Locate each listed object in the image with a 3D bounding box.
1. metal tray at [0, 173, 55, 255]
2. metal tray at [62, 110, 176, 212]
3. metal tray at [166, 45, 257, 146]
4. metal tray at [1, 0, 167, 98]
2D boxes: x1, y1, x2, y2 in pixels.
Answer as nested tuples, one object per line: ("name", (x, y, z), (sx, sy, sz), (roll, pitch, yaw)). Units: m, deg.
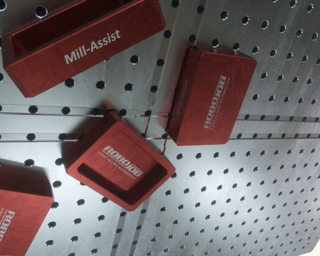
("metal tray", (-0.197, 0.118, 0.373), (0.091, 0.030, 0.129), (21, 107, -36))
("metal tray", (-0.049, 0.049, 0.410), (0.090, 0.030, 0.130), (-43, 129, 2))
("metal tray", (0.068, -0.039, 0.420), (0.091, 0.030, 0.129), (0, 119, -29))
("metal tray", (-0.071, -0.085, 0.276), (0.131, 0.090, 0.030), (-30, 128, -9))
